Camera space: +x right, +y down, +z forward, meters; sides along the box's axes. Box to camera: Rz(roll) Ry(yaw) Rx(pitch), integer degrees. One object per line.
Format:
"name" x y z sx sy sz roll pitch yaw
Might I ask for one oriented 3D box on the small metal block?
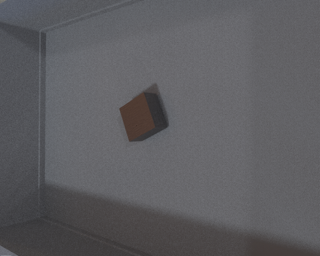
"small metal block" -0.023 -0.014 0.419 0.050 0.025 0.050 -29 72 36
